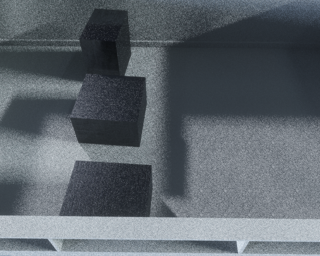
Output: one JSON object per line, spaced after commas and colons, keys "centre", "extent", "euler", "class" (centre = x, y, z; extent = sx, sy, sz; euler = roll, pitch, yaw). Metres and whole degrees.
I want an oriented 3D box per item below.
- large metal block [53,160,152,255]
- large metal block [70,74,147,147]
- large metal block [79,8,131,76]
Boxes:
{"centre": [-0.052, 0.083, 0.319], "extent": [0.080, 0.050, 0.080], "euler": [3, 50, 3], "class": "large metal block"}
{"centre": [-0.063, -0.024, 0.409], "extent": [0.080, 0.050, 0.080], "euler": [4, 50, 3], "class": "large metal block"}
{"centre": [-0.079, -0.123, 0.472], "extent": [0.050, 0.080, 0.080], "euler": [6, 50, 5], "class": "large metal block"}
